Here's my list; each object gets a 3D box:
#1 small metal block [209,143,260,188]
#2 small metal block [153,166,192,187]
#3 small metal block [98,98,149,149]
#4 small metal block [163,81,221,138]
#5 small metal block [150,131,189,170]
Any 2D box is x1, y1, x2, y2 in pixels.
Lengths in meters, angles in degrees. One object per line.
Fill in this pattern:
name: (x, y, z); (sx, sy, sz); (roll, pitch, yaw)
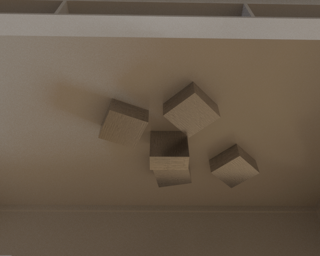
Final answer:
small metal block: (0.109, 0.057, 0.458); (0.050, 0.025, 0.050); (-36, 122, 26)
small metal block: (0.018, 0.060, 0.460); (0.050, 0.025, 0.050); (-9, 130, 7)
small metal block: (-0.048, -0.005, 0.404); (0.050, 0.025, 0.050); (18, 128, -15)
small metal block: (0.039, -0.022, 0.390); (0.050, 0.025, 0.050); (-35, 122, 26)
small metal block: (0.012, 0.030, 0.418); (0.050, 0.050, 0.025); (0, 130, -1)
